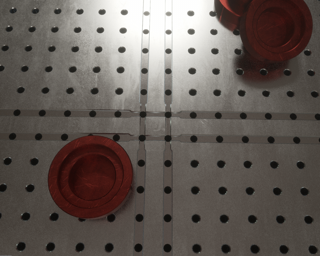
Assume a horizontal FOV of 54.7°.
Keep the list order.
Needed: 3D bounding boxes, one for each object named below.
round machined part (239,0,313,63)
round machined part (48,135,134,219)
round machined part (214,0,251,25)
[{"bbox_3d":[0.161,-0.142,0.444,0.099,0.042,0.097,-1,94,-7],"label":"round machined part"},{"bbox_3d":[-0.081,0.062,0.379,0.099,0.042,0.098,0,70,-1],"label":"round machined part"},{"bbox_3d":[0.137,-0.212,0.482,0.099,0.042,0.098,0,70,-1],"label":"round machined part"}]
